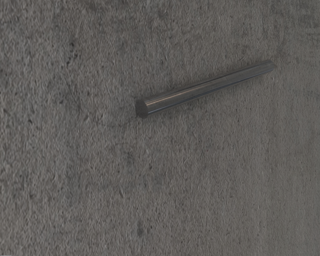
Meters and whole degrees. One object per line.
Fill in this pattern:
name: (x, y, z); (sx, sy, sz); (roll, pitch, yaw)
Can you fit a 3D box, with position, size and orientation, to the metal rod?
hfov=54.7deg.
metal rod: (0.088, -0.069, 0.477); (0.302, 0.025, 0.025); (-22, 104, -38)
